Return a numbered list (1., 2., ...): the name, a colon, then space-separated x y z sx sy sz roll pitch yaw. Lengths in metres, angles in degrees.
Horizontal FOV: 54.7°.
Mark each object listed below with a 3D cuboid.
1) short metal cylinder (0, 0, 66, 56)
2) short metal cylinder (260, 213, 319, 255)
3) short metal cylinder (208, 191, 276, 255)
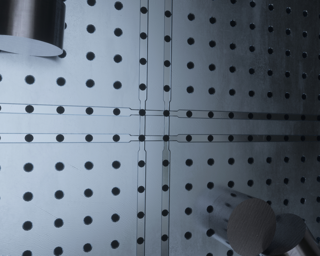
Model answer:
1. short metal cylinder: -0.144 -0.111 0.330 0.081 0.080 0.050 4 89 -20
2. short metal cylinder: 0.185 0.173 0.454 0.080 0.080 0.050 -38 103 -16
3. short metal cylinder: 0.117 0.135 0.445 0.081 0.050 0.079 0 90 -21
